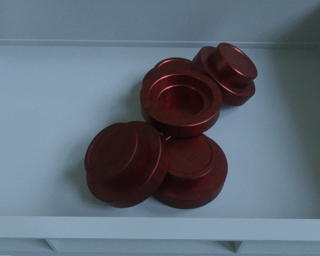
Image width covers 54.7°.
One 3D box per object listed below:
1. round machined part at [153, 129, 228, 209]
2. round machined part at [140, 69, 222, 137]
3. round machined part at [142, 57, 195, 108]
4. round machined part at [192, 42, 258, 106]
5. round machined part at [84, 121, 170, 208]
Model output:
[{"bbox_3d":[0.030,0.040,0.359,0.099,0.042,0.098,0,50,0],"label":"round machined part"},{"bbox_3d":[0.025,-0.026,0.386,0.099,0.042,0.098,0,50,0],"label":"round machined part"},{"bbox_3d":[0.024,-0.065,0.446,0.099,0.042,0.098,0,50,0],"label":"round machined part"},{"bbox_3d":[0.097,-0.081,0.434,0.099,0.042,0.098,22,43,-22],"label":"round machined part"},{"bbox_3d":[-0.042,0.033,0.336,0.098,0.042,0.098,-18,50,23],"label":"round machined part"}]
